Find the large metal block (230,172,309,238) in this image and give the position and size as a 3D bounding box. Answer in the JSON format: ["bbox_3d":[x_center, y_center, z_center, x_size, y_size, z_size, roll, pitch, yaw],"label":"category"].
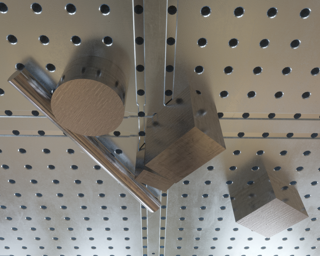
[{"bbox_3d":[0.177,0.129,0.508,0.080,0.050,0.080,31,124,-24],"label":"large metal block"}]

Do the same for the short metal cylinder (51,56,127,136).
[{"bbox_3d":[-0.080,-0.036,0.363,0.081,0.050,0.079,0,130,0],"label":"short metal cylinder"}]

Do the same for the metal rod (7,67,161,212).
[{"bbox_3d":[-0.087,0.034,0.439,0.025,0.025,0.300,-25,126,19],"label":"metal rod"}]

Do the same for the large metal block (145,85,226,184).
[{"bbox_3d":[0.028,0.008,0.383,0.050,0.080,0.080,35,122,-26],"label":"large metal block"}]

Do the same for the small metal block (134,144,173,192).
[{"bbox_3d":[-0.007,0.057,0.444,0.050,0.050,0.025,26,125,-21],"label":"small metal block"}]
